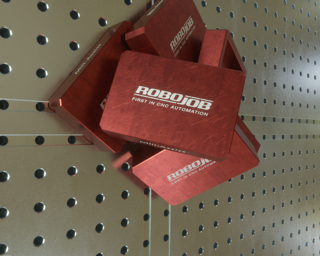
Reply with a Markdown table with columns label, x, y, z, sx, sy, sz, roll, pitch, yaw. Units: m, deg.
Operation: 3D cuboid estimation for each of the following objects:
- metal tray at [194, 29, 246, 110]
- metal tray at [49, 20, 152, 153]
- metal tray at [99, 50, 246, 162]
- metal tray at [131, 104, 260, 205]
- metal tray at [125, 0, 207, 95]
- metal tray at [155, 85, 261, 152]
| label | x | y | z | sx | sy | sz | roll | pitch | yaw |
| --- | --- | --- | --- | --- | --- | --- | --- | --- | --- |
| metal tray | 0.090 | -0.070 | 0.448 | 0.130 | 0.030 | 0.090 | 33 | 68 | -59 |
| metal tray | -0.052 | -0.048 | 0.361 | 0.090 | 0.030 | 0.130 | 47 | 62 | -31 |
| metal tray | 0.013 | -0.024 | 0.321 | 0.030 | 0.130 | 0.090 | 67 | 37 | -75 |
| metal tray | 0.042 | 0.038 | 0.381 | 0.090 | 0.130 | 0.030 | 46 | 24 | -30 |
| metal tray | 0.018 | -0.114 | 0.395 | 0.090 | 0.030 | 0.130 | 56 | 44 | -29 |
| metal tray | 0.065 | -0.003 | 0.418 | 0.130 | 0.090 | 0.030 | 46 | 63 | -31 |
